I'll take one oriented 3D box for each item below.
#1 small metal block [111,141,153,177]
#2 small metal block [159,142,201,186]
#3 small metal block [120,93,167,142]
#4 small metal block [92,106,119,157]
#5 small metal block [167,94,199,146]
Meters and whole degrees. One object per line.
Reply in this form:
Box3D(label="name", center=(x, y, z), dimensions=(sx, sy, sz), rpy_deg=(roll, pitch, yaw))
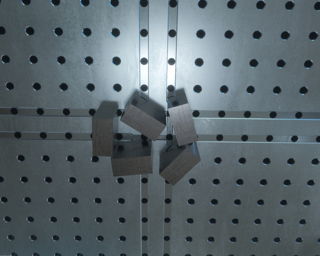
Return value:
Box3D(label="small metal block", center=(-0.035, 0.040, 0.414), dimensions=(0.050, 0.050, 0.025), rpy_deg=(-5, 110, 1))
Box3D(label="small metal block", center=(0.025, 0.041, 0.415), dimensions=(0.025, 0.050, 0.050), rpy_deg=(41, 105, -13))
Box3D(label="small metal block", center=(-0.020, -0.015, 0.394), dimensions=(0.050, 0.050, 0.025), rpy_deg=(32, 108, -12))
Box3D(label="small metal block", center=(-0.070, 0.003, 0.401), dimensions=(0.025, 0.050, 0.050), rpy_deg=(3, 111, -1))
Box3D(label="small metal block", center=(0.028, -0.012, 0.395), dimensions=(0.025, 0.050, 0.050), rpy_deg=(-15, 109, 5))
